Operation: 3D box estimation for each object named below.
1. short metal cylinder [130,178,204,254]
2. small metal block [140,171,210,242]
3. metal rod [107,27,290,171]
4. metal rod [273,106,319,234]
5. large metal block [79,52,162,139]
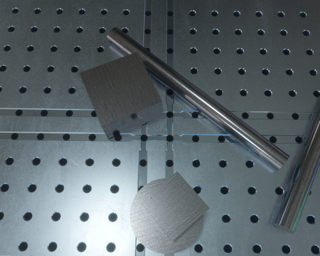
[{"bbox_3d":[0.007,0.103,0.361,0.081,0.050,0.080,0,70,0],"label":"short metal cylinder"},{"bbox_3d":[0.015,0.083,0.328,0.050,0.025,0.050,-38,75,-13],"label":"small metal block"},{"bbox_3d":[0.043,-0.047,0.429,0.300,0.025,0.025,39,75,13],"label":"metal rod"},{"bbox_3d":[0.219,-0.004,0.414,0.025,0.025,0.300,27,72,9],"label":"metal rod"},{"bbox_3d":[-0.050,-0.043,0.414,0.080,0.050,0.080,-23,72,-8],"label":"large metal block"}]
